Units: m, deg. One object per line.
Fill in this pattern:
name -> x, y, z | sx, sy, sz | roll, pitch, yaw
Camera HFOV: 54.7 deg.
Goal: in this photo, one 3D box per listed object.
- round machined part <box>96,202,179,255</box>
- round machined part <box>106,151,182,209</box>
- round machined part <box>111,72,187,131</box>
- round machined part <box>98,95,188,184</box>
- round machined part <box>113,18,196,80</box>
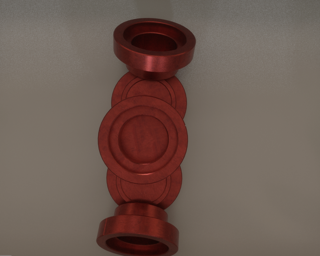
round machined part -> -0.026, 0.126, 0.383 | 0.099, 0.097, 0.042 | 6, 53, -1
round machined part -> -0.020, 0.065, 0.401 | 0.099, 0.042, 0.097 | 0, 90, -1
round machined part -> -0.014, -0.033, 0.401 | 0.099, 0.042, 0.097 | 0, 90, -1
round machined part -> -0.018, 0.013, 0.358 | 0.099, 0.042, 0.097 | 0, 90, -1
round machined part -> -0.008, -0.095, 0.383 | 0.099, 0.098, 0.042 | 7, 132, -1
